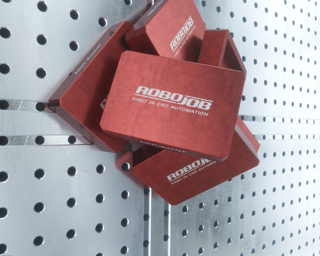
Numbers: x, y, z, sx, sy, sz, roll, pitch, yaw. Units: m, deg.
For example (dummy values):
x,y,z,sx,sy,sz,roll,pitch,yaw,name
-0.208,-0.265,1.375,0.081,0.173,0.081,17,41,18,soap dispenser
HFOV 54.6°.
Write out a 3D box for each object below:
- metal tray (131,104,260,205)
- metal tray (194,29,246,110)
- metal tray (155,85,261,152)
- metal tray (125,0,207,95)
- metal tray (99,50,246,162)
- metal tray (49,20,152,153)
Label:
x,y,z,sx,sy,sz,roll,pitch,yaw,name
0.042,0.038,0.381,0.090,0.130,0.030,46,24,-30,metal tray
0.090,-0.070,0.448,0.130,0.030,0.090,33,68,-59,metal tray
0.065,-0.003,0.418,0.130,0.090,0.030,46,63,-31,metal tray
0.018,-0.114,0.395,0.090,0.030,0.130,56,44,-29,metal tray
0.013,-0.024,0.321,0.030,0.130,0.090,67,37,-75,metal tray
-0.052,-0.048,0.361,0.090,0.030,0.130,47,62,-31,metal tray
